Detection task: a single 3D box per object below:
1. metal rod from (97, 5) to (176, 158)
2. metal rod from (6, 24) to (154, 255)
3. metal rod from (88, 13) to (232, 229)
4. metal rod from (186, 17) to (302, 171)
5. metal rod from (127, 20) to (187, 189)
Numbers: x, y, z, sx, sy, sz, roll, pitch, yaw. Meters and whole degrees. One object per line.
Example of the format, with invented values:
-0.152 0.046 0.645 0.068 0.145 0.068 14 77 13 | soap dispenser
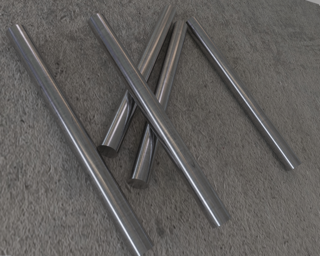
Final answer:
-0.022 -0.087 0.444 0.025 0.025 0.300 27 52 -11 | metal rod
-0.096 0.004 0.348 0.025 0.025 0.299 -24 75 -36 | metal rod
-0.008 -0.019 0.377 0.025 0.025 0.299 -22 74 -36 | metal rod
0.131 -0.063 0.512 0.025 0.025 0.299 -22 74 -36 | metal rod
0.005 -0.054 0.439 0.025 0.025 0.300 24 53 -14 | metal rod
